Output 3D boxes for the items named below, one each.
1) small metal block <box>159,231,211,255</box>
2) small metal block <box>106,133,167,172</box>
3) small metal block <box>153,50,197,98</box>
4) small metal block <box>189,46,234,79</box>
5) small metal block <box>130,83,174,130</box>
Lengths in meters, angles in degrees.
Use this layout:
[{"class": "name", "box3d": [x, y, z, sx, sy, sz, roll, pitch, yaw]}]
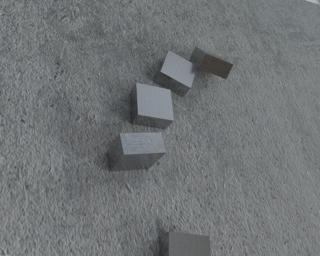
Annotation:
[{"class": "small metal block", "box3d": [0.027, 0.141, 0.332, 0.050, 0.025, 0.050, 14, 56, -21]}, {"class": "small metal block", "box3d": [-0.028, 0.028, 0.355, 0.050, 0.050, 0.025, 0, 62, -29]}, {"class": "small metal block", "box3d": [0.024, -0.082, 0.466, 0.050, 0.025, 0.050, 27, 53, -11]}, {"class": "small metal block", "box3d": [0.081, -0.105, 0.495, 0.050, 0.025, 0.050, 16, 21, -21]}, {"class": "small metal block", "box3d": [-0.012, -0.029, 0.415, 0.050, 0.025, 0.050, 9, 58, -24]}]
